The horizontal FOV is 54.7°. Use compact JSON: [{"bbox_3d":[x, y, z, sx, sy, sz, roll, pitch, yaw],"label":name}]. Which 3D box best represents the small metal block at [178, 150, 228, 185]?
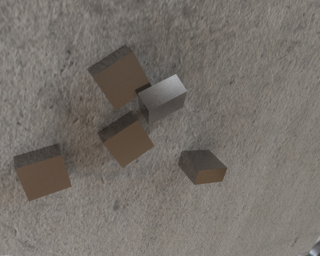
[{"bbox_3d":[0.063,0.057,0.463,0.050,0.050,0.025,-1,119,-29],"label":"small metal block"}]

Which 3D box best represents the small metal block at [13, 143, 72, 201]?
[{"bbox_3d":[-0.137,0.052,0.365,0.050,0.025,0.050,-18,126,-19],"label":"small metal block"}]

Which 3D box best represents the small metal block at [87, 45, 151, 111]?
[{"bbox_3d":[-0.045,-0.056,0.349,0.050,0.025,0.050,-35,129,-6],"label":"small metal block"}]

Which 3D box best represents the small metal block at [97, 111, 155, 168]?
[{"bbox_3d":[-0.043,0.015,0.394,0.050,0.025,0.050,-34,129,-6],"label":"small metal block"}]

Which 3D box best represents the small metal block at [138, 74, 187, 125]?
[{"bbox_3d":[0.002,-0.033,0.373,0.050,0.025,0.050,-28,165,-11],"label":"small metal block"}]
